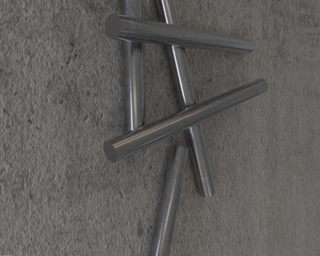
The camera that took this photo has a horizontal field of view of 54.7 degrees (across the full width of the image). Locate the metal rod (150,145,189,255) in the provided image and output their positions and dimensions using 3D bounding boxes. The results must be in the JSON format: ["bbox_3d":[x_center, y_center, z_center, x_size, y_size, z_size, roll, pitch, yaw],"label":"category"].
[{"bbox_3d":[-0.002,0.171,0.403,0.025,0.025,0.299,19,78,-39],"label":"metal rod"}]

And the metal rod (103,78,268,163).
[{"bbox_3d":[0.057,-0.022,0.418,0.302,0.025,0.025,-23,105,-38],"label":"metal rod"}]

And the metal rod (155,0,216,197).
[{"bbox_3d":[0.037,-0.044,0.435,0.025,0.025,0.298,-23,104,-38],"label":"metal rod"}]

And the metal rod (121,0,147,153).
[{"bbox_3d":[-0.034,-0.120,0.375,0.025,0.025,0.298,-3,92,-40],"label":"metal rod"}]

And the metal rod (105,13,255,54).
[{"bbox_3d":[0.052,-0.120,0.418,0.302,0.025,0.025,-11,98,-48],"label":"metal rod"}]
